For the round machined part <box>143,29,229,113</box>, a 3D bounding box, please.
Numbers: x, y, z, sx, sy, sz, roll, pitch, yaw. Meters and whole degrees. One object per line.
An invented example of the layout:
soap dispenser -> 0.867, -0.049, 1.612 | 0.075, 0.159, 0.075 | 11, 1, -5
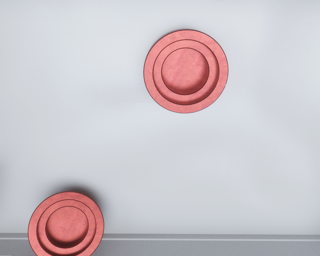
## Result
round machined part -> 0.030, -0.070, 0.377 | 0.099, 0.042, 0.097 | 0, 110, -1

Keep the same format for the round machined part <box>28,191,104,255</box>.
round machined part -> -0.130, 0.138, 0.436 | 0.099, 0.042, 0.097 | 2, 81, -15
